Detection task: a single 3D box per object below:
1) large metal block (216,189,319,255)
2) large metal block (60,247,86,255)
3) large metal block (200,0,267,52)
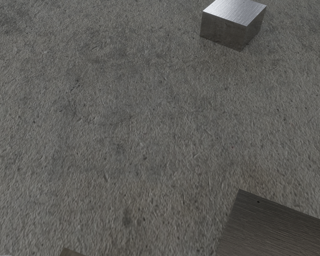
[{"bbox_3d":[0.098,0.116,0.290,0.080,0.050,0.080,20,53,15],"label":"large metal block"},{"bbox_3d":[-0.044,0.145,0.245,0.080,0.080,0.050,15,52,12],"label":"large metal block"},{"bbox_3d":[0.128,-0.188,0.546,0.080,0.050,0.080,29,56,22],"label":"large metal block"}]
